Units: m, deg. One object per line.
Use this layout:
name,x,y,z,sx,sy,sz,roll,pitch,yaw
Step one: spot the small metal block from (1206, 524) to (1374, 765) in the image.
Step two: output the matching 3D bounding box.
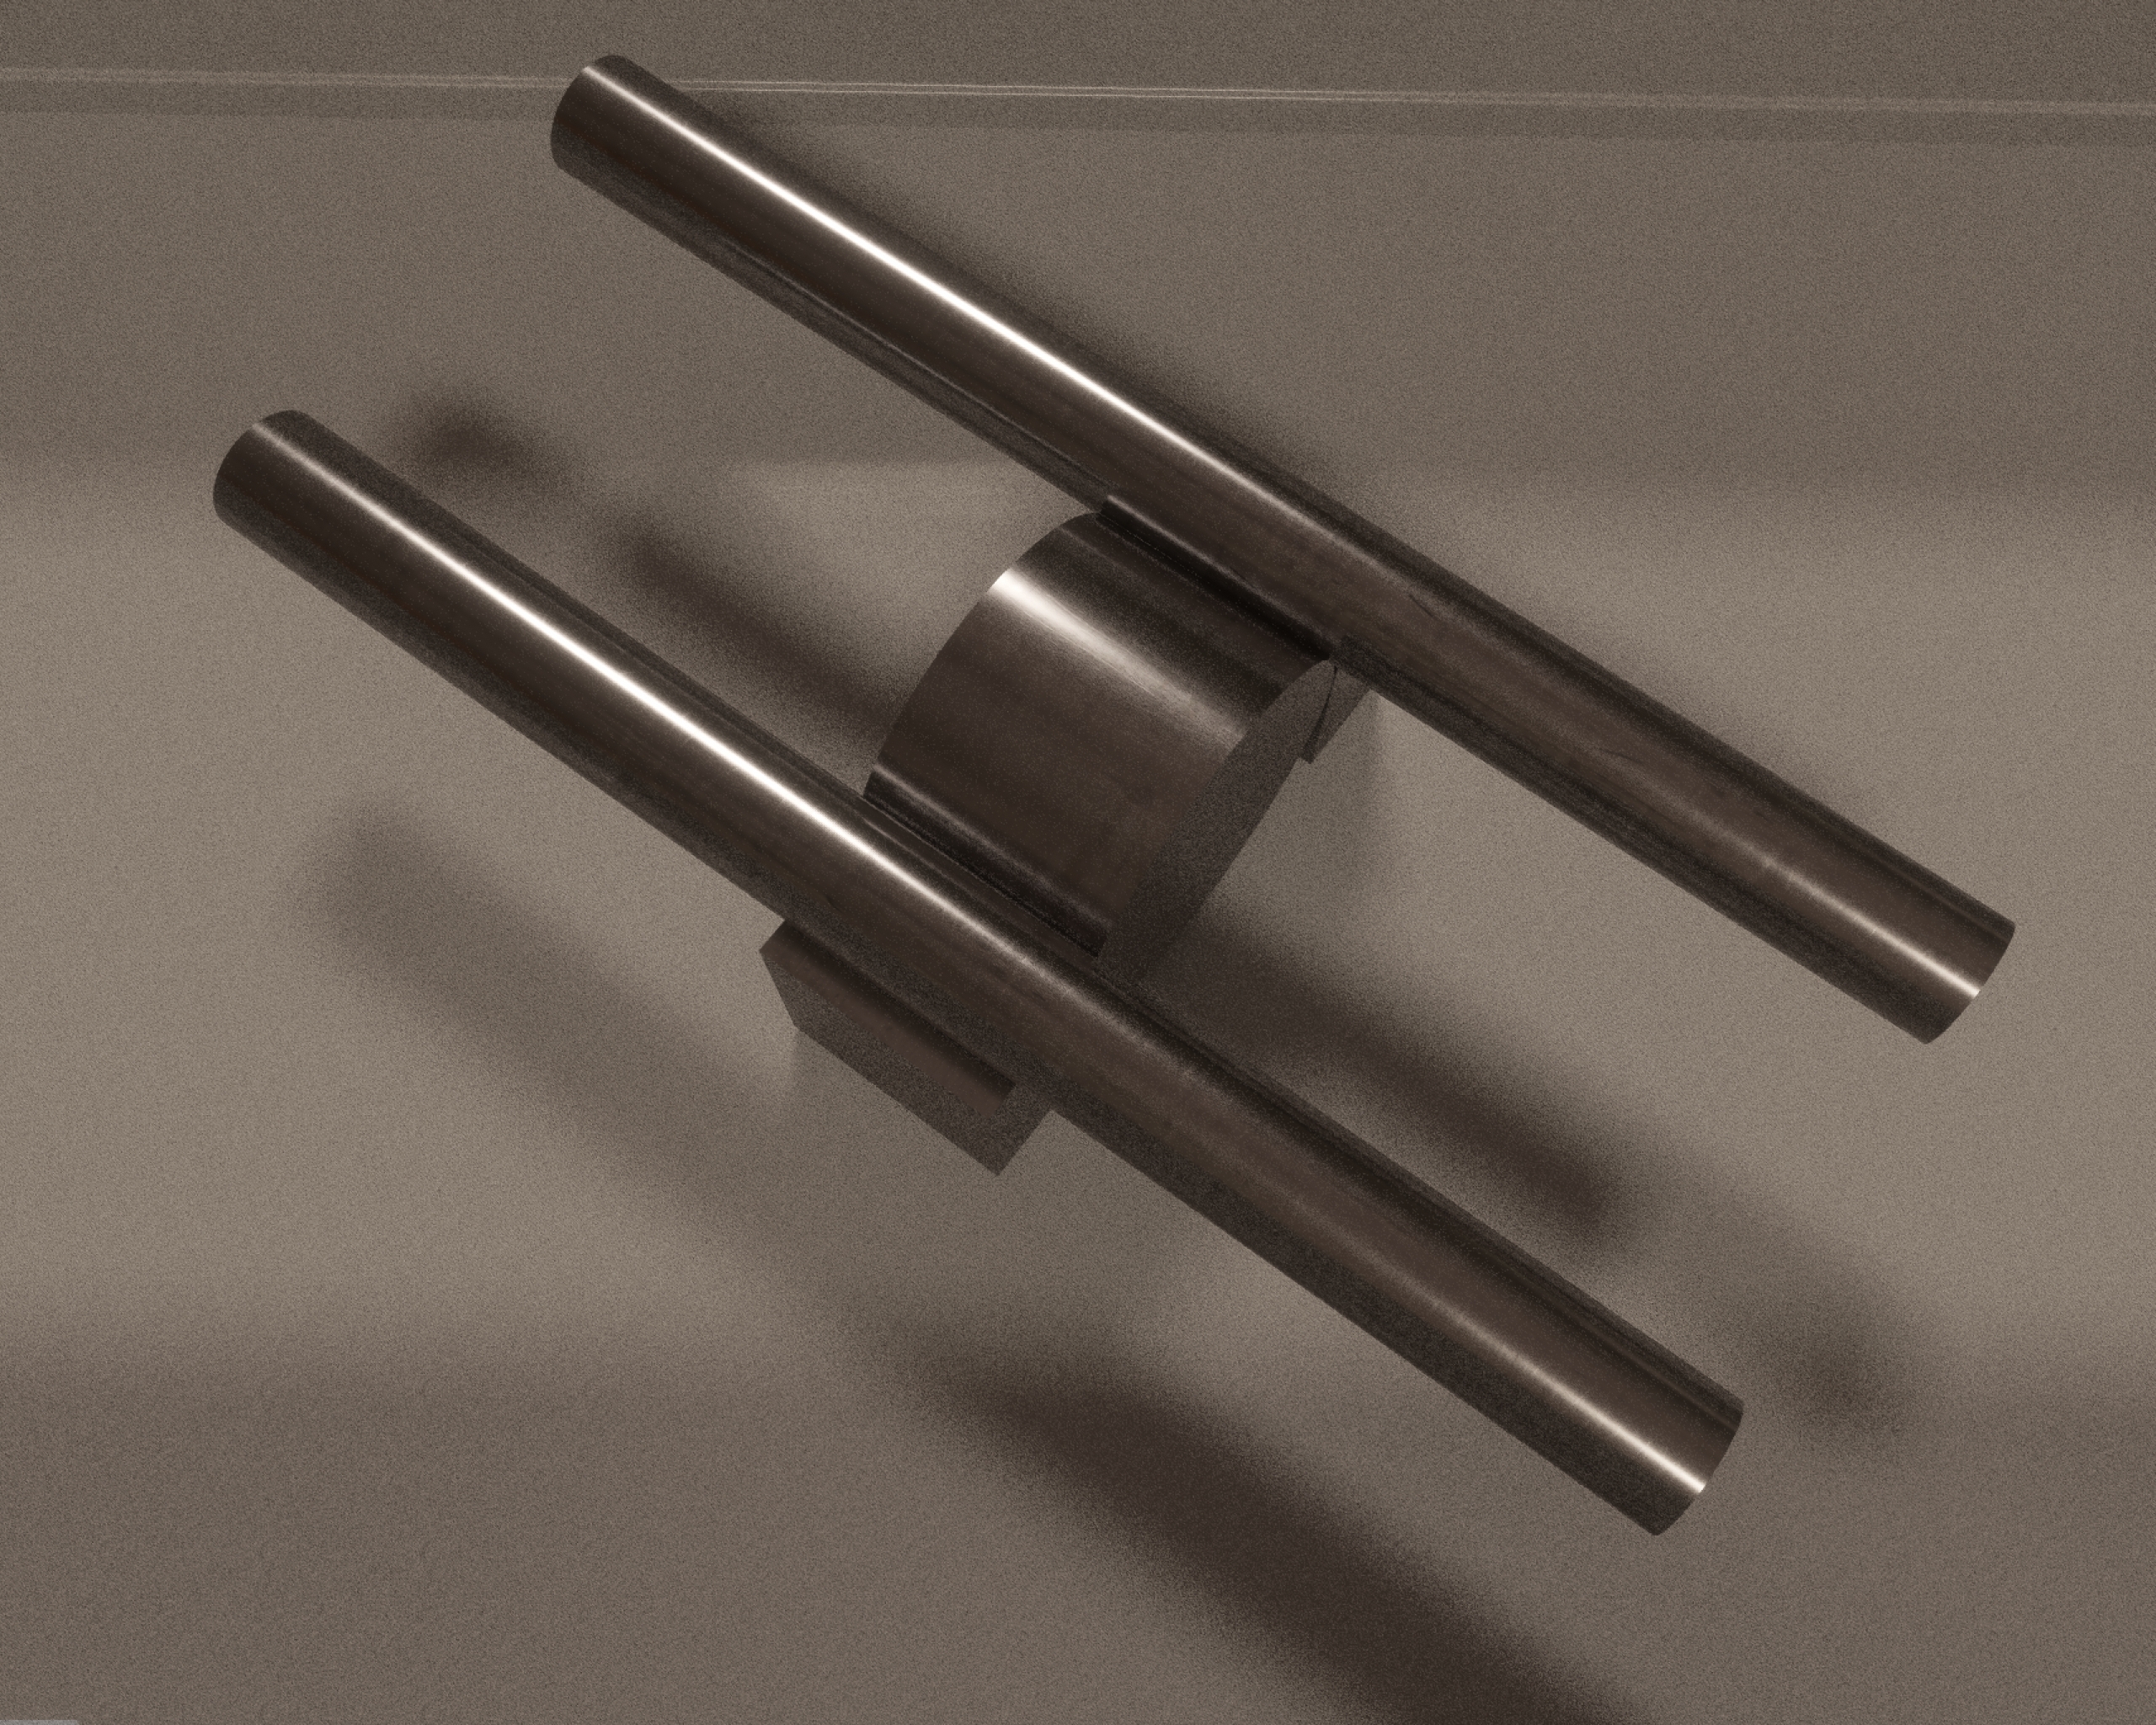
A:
small metal block,0.035,-0.052,0.414,0.050,0.050,0.025,35,74,11

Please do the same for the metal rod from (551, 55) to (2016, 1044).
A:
metal rod,0.028,-0.063,0.378,0.300,0.025,0.025,34,73,11

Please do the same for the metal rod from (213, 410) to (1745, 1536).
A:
metal rod,-0.026,0.011,0.352,0.300,0.025,0.025,34,73,11

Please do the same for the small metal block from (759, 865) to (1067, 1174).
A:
small metal block,-0.028,0.028,0.384,0.050,0.050,0.025,35,74,11

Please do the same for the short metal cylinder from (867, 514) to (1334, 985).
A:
short metal cylinder,0.004,-0.017,0.385,0.050,0.080,0.080,35,74,11
